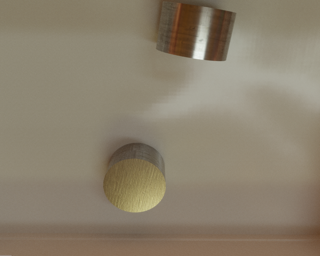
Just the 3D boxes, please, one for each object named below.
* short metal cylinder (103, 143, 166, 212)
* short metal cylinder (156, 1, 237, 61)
[{"bbox_3d":[-0.033,0.067,0.422,0.081,0.050,0.079,0,110,-1],"label":"short metal cylinder"},{"bbox_3d":[0.039,-0.107,0.343,0.081,0.080,0.050,8,110,-3],"label":"short metal cylinder"}]
